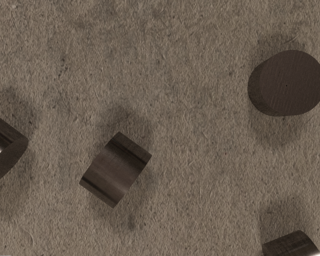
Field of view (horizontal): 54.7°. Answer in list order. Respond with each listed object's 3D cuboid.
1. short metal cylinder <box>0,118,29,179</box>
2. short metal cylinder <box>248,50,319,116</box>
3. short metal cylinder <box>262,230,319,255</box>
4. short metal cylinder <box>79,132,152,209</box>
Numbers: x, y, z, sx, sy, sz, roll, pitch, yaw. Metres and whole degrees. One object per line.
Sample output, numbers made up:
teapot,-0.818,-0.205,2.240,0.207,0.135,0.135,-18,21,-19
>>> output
short metal cylinder,-0.211,0.028,0.380,0.050,0.080,0.080,37,90,-1
short metal cylinder,0.160,-0.055,0.400,0.081,0.050,0.079,0,90,-1
short metal cylinder,0.170,0.175,0.385,0.050,0.080,0.080,-22,90,0
short metal cylinder,-0.054,0.051,0.382,0.050,0.080,0.080,36,90,-1
